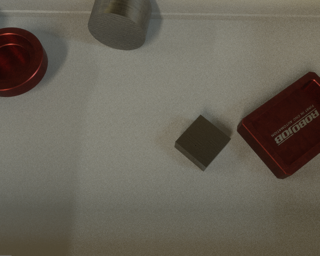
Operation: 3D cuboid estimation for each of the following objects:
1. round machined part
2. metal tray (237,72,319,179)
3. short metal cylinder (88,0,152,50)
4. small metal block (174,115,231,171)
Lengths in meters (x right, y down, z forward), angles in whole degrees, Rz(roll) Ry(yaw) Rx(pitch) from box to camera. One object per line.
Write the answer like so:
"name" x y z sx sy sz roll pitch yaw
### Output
"round machined part" -0.205 -0.086 0.430 0.099 0.042 0.098 0 70 -1
"metal tray" 0.181 -0.005 0.411 0.131 0.030 0.090 -34 74 -12
"short metal cylinder" -0.055 -0.154 0.436 0.080 0.080 0.050 9 71 3
"small metal block" 0.055 0.020 0.403 0.050 0.025 0.050 40 74 13
